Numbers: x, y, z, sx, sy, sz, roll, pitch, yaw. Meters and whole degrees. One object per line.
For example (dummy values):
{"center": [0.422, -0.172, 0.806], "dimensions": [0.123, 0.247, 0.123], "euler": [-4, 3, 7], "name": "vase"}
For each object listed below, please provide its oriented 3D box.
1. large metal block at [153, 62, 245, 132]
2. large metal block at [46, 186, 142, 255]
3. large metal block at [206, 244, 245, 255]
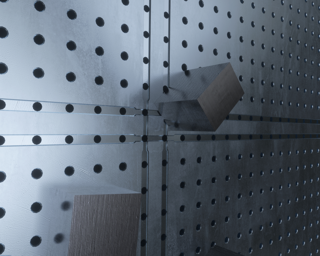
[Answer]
{"center": [0.053, -0.041, 0.420], "dimensions": [0.080, 0.080, 0.050], "euler": [-48, 119, -29], "name": "large metal block"}
{"center": [-0.071, 0.108, 0.336], "dimensions": [0.081, 0.050, 0.080], "euler": [9, 85, -40], "name": "large metal block"}
{"center": [0.099, 0.232, 0.459], "dimensions": [0.080, 0.080, 0.050], "euler": [-42, 116, -32], "name": "large metal block"}
